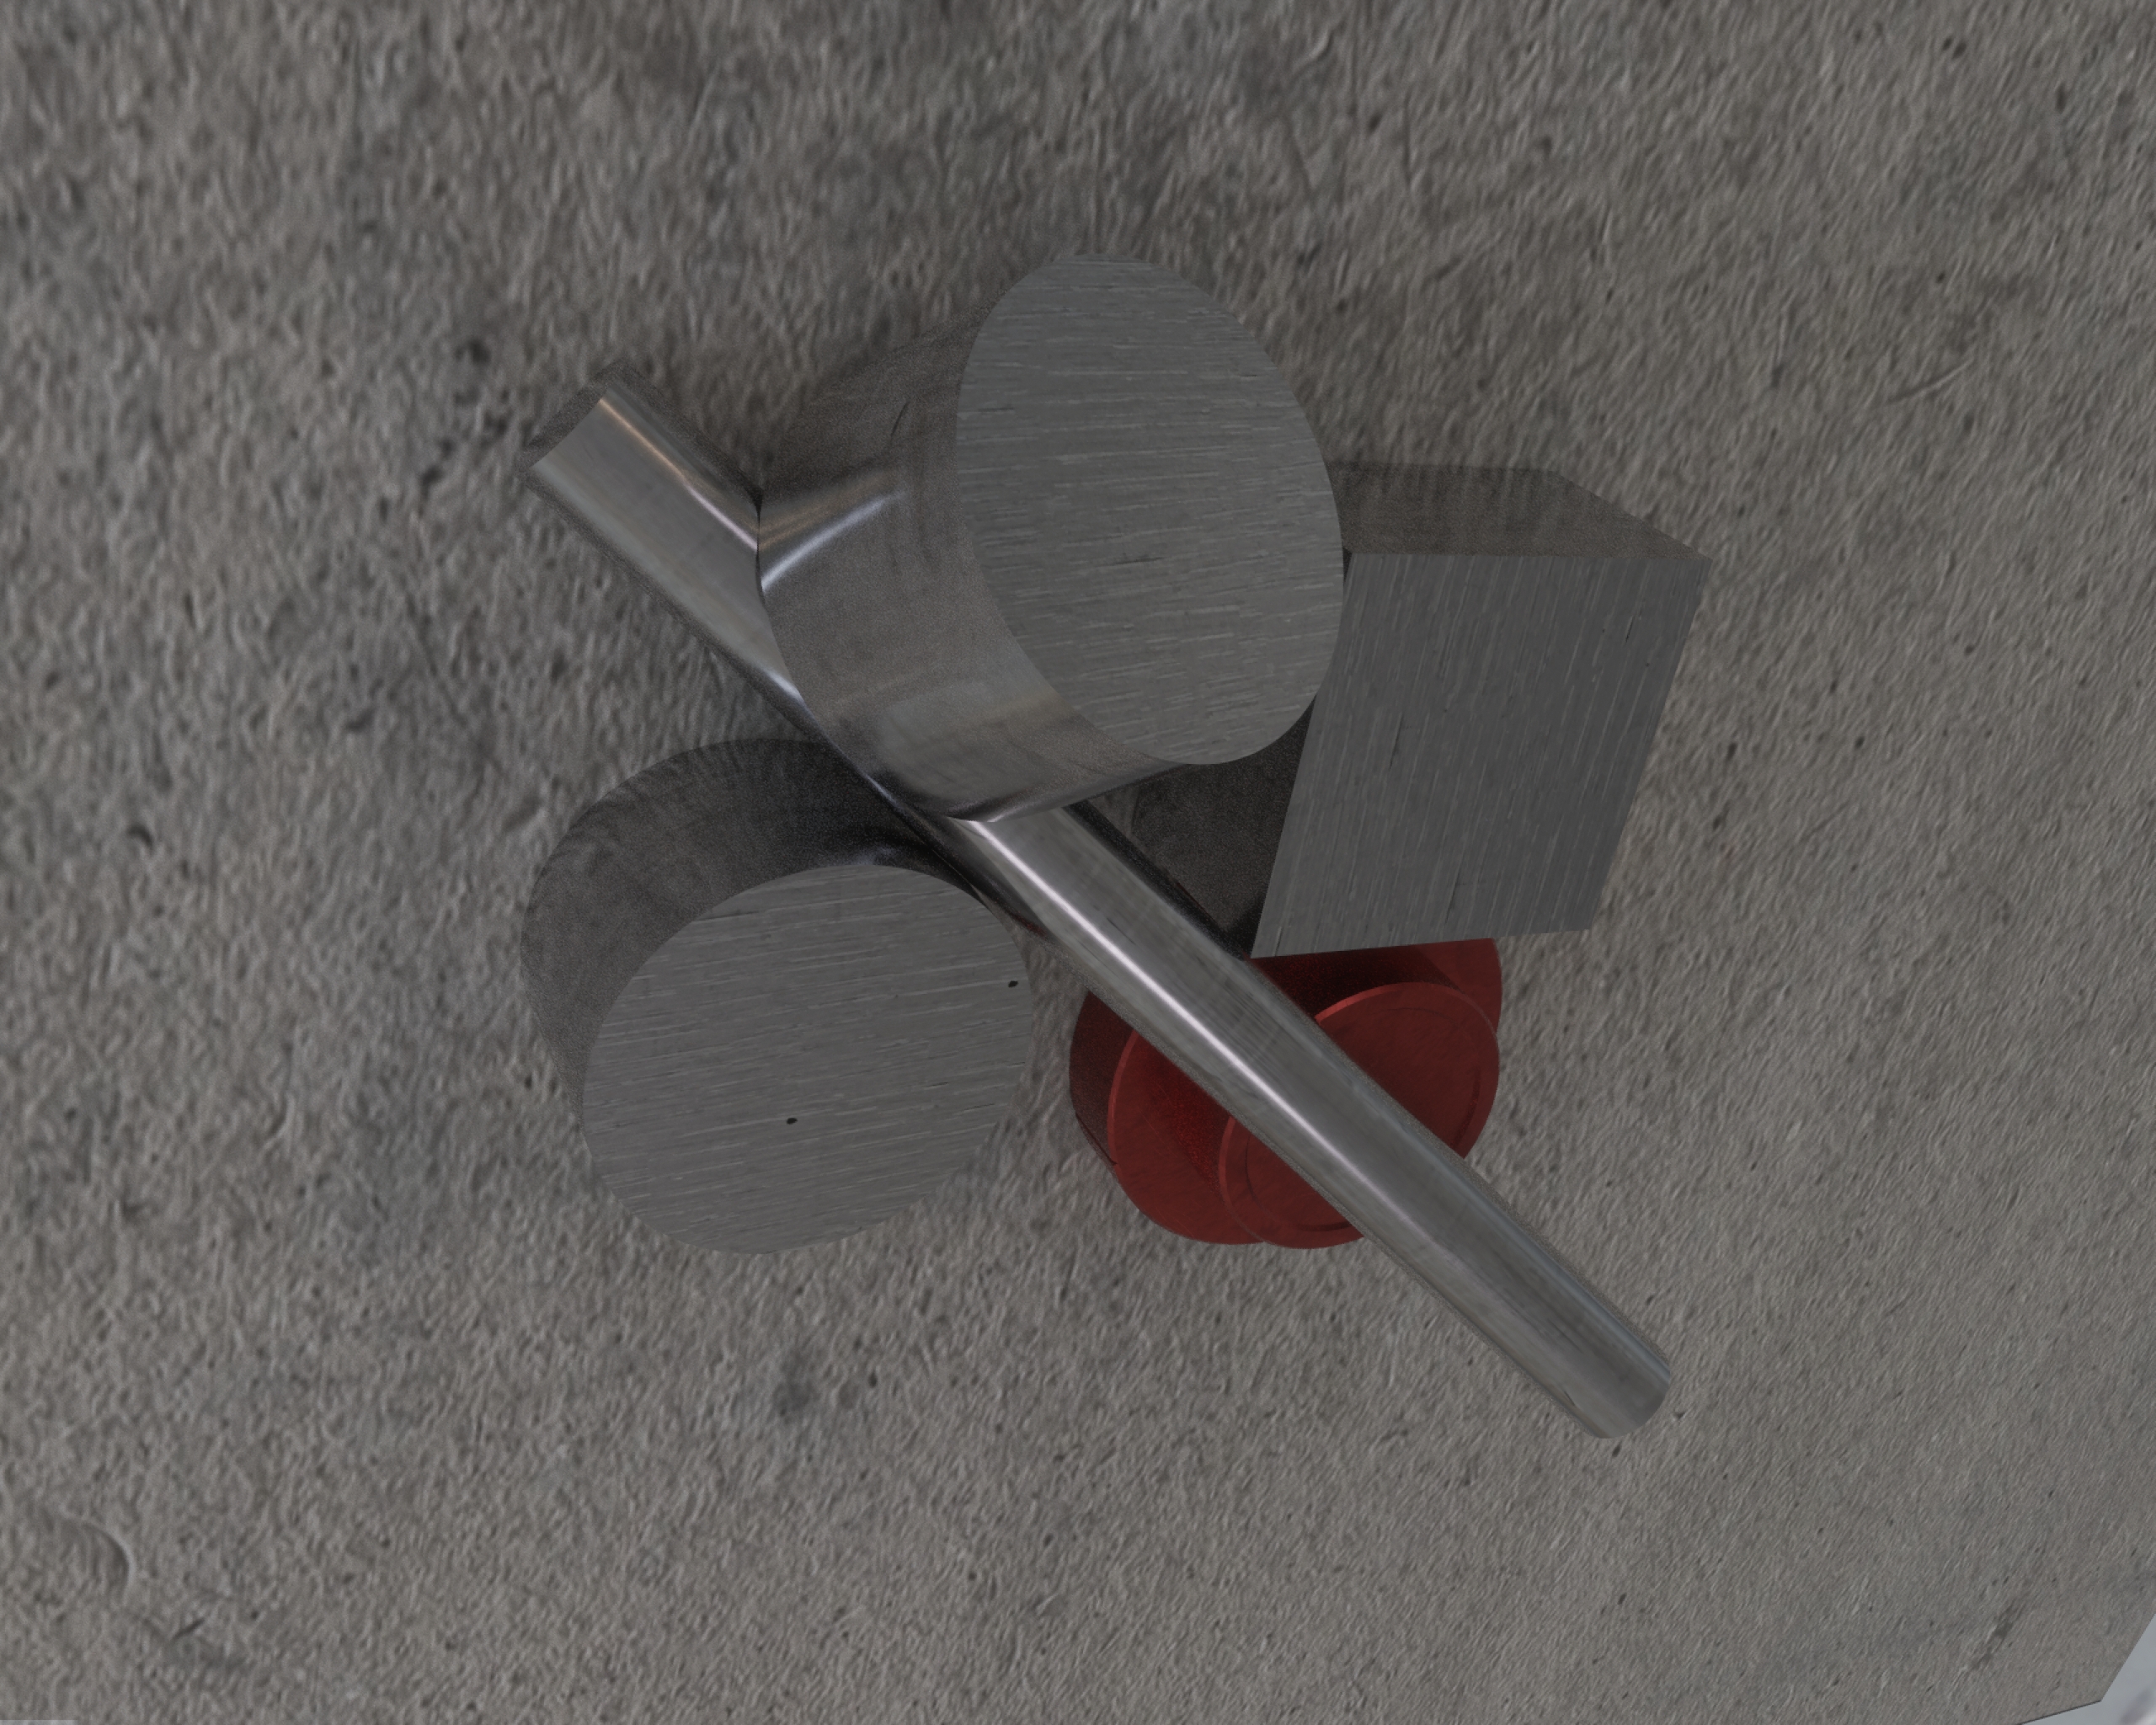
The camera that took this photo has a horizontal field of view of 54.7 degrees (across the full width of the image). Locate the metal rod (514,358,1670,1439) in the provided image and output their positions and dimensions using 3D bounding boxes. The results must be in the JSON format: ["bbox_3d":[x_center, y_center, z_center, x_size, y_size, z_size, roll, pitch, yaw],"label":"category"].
[{"bbox_3d":[0.020,0.023,0.389,0.025,0.025,0.300,-45,116,3],"label":"metal rod"}]

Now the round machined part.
[{"bbox_3d":[0.051,0.045,0.452,0.099,0.042,0.097,-14,124,-21],"label":"round machined part"}]

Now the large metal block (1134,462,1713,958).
[{"bbox_3d":[0.064,-0.031,0.406,0.081,0.050,0.079,-3,120,-27],"label":"large metal block"}]

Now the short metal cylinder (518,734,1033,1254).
[{"bbox_3d":[-0.055,0.023,0.378,0.081,0.050,0.079,-14,124,-21],"label":"short metal cylinder"}]

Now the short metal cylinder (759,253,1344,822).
[{"bbox_3d":[-0.003,-0.050,0.335,0.081,0.050,0.080,11,74,-40],"label":"short metal cylinder"}]
